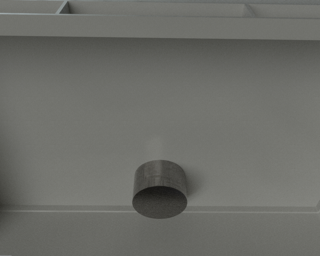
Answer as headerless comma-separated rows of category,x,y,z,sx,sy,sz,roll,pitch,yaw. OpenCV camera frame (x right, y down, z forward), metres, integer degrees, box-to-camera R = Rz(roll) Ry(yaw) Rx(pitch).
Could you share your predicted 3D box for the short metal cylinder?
short metal cylinder,0.000,0.094,0.472,0.080,0.050,0.080,0,130,0
